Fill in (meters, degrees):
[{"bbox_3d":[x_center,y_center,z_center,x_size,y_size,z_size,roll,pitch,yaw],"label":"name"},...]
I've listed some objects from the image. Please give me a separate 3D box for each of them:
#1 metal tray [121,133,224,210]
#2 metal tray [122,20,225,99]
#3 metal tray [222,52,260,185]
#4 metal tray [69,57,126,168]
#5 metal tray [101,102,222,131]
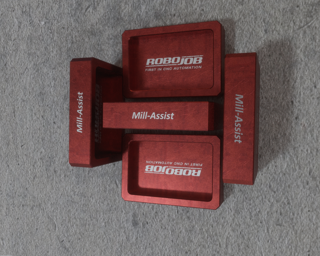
[{"bbox_3d":[0.016,0.053,0.403,0.130,0.030,0.089,1,89,19],"label":"metal tray"},{"bbox_3d":[0.016,-0.084,0.402,0.130,0.030,0.089,0,93,19],"label":"metal tray"},{"bbox_3d":[0.092,-0.009,0.343,0.030,0.090,0.129,1,90,20],"label":"metal tray"},{"bbox_3d":[-0.078,-0.019,0.403,0.030,0.090,0.129,1,91,20],"label":"metal tray"},{"bbox_3d":[0.007,-0.014,0.374,0.130,0.090,0.030,1,92,20],"label":"metal tray"}]
